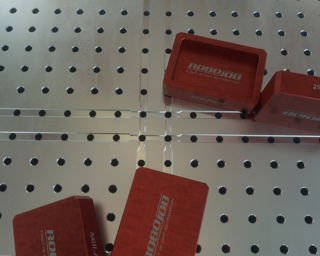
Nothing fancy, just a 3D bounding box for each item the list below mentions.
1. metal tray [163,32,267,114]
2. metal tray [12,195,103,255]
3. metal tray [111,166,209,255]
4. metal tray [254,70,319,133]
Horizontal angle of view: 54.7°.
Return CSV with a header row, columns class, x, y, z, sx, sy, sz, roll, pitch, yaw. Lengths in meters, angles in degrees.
class,x,y,z,sx,sy,sz,roll,pitch,yaw
metal tray,0.077,-0.079,0.438,0.131,0.030,0.090,13,70,4
metal tray,-0.108,0.149,0.337,0.090,0.030,0.130,-21,70,14
metal tray,-0.001,0.120,0.365,0.090,0.030,0.130,14,70,4
metal tray,0.196,-0.027,0.389,0.131,0.090,0.030,11,71,3
